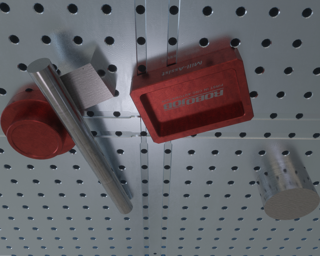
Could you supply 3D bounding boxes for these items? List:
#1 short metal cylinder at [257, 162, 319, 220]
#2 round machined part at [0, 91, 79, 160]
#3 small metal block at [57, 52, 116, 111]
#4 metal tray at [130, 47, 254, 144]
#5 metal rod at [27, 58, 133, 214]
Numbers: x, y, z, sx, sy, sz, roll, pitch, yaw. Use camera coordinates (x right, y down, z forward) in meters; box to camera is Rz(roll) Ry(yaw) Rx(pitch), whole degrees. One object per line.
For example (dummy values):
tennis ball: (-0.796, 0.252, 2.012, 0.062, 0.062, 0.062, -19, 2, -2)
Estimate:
short metal cylinder: (0.197, 0.099, 0.482, 0.081, 0.050, 0.079, 0, 130, 0)
round machined part: (-0.156, 0.003, 0.402, 0.099, 0.042, 0.097, 0, 130, 0)
small metal block: (-0.088, -0.053, 0.366, 0.050, 0.025, 0.050, -20, 128, 16)
metal tray: (0.040, -0.035, 0.378, 0.130, 0.030, 0.090, -15, 129, 12)
metal rod: (-0.091, 0.036, 0.420, 0.025, 0.025, 0.299, -10, 136, 8)
